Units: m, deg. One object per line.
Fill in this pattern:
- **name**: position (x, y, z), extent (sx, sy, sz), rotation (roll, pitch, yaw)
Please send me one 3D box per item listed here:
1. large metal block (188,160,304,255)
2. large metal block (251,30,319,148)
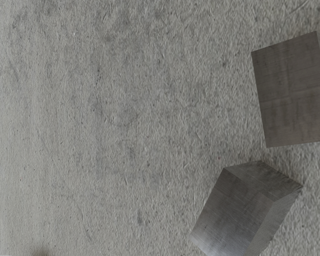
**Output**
- **large metal block**: position (0.084, 0.081, 0.300), extent (0.050, 0.081, 0.079), rotation (35, 111, 34)
- **large metal block**: position (0.125, -0.027, 0.266), extent (0.050, 0.081, 0.080), rotation (-12, 82, 39)
